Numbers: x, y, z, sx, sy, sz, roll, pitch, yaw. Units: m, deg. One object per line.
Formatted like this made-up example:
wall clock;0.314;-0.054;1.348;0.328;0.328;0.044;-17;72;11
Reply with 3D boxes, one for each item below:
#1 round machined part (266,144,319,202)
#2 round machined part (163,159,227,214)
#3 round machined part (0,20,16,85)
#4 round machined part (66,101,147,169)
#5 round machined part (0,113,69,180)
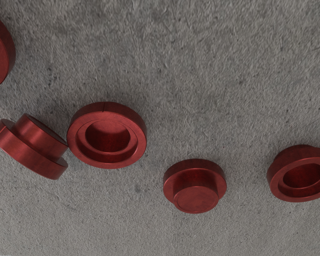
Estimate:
round machined part;0.205;0.062;0.450;0.099;0.042;0.097;0;130;0
round machined part;0.054;0.096;0.478;0.099;0.042;0.097;0;130;0
round machined part;-0.199;-0.088;0.319;0.099;0.042;0.097;0;130;0
round machined part;-0.066;0.005;0.399;0.099;0.042;0.097;-1;130;-1
round machined part;-0.154;0.018;0.386;0.098;0.098;0.042;42;82;-30
